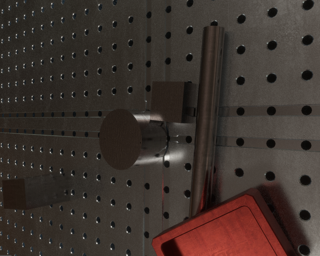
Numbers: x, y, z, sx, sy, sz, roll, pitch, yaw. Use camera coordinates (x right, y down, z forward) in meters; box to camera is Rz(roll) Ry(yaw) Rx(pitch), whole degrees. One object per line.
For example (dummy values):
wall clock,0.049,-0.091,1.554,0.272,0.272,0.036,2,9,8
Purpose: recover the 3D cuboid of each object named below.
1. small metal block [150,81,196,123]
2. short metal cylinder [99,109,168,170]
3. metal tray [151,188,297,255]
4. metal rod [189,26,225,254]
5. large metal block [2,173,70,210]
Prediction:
small metal block,0.016,-0.033,0.394,0.050,0.025,0.050,7,95,39
short metal cylinder,-0.037,0.015,0.421,0.080,0.050,0.079,0,90,39
metal tray,0.065,0.132,0.328,0.130,0.030,0.090,-34,77,23
metal rod,0.052,0.034,0.364,0.025,0.025,0.298,7,94,39
large metal block,-0.221,0.112,0.552,0.080,0.081,0.050,-10,84,39
